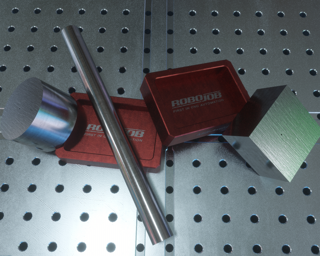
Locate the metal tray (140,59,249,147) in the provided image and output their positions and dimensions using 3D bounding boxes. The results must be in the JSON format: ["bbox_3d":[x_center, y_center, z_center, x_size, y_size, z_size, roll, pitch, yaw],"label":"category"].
[{"bbox_3d":[0.050,-0.036,0.402,0.131,0.030,0.090,-14,70,-23],"label":"metal tray"}]

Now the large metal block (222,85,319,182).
[{"bbox_3d":[0.138,0.006,0.378,0.080,0.050,0.080,45,74,-18],"label":"large metal block"}]

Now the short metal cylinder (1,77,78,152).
[{"bbox_3d":[-0.149,-0.016,0.384,0.080,0.050,0.080,-16,61,31],"label":"short metal cylinder"}]

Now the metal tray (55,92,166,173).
[{"bbox_3d":[-0.060,0.006,0.406,0.131,0.030,0.090,6,70,2],"label":"metal tray"}]

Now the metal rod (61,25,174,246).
[{"bbox_3d":[-0.060,-0.006,0.381,0.025,0.025,0.299,-24,72,-8],"label":"metal rod"}]
